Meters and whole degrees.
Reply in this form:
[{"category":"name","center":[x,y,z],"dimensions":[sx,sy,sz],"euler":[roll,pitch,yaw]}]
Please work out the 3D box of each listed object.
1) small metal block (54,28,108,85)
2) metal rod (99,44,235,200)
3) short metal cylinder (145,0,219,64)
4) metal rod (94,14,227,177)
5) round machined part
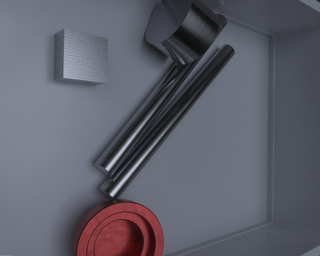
[{"category":"small metal block","center":[-0.085,-0.075,0.336],"dimensions":[0.050,0.025,0.050],"euler":[1,89,-40]},{"category":"metal rod","center":[0.024,-0.023,0.428],"dimensions":[0.301,0.025,0.025],"euler":[-50,120,-28]},{"category":"short metal cylinder","center":[0.027,-0.129,0.395],"dimensions":[0.050,0.080,0.080],"euler":[28,73,-37]},{"category":"metal rod","center":[0.015,-0.060,0.420],"dimensions":[0.025,0.025,0.301],"euler":[52,60,-28]},{"category":"round machined part","center":[-0.049,0.129,0.347],"dimensions":[0.099,0.042,0.097],"euler":[2,85,-27]}]
